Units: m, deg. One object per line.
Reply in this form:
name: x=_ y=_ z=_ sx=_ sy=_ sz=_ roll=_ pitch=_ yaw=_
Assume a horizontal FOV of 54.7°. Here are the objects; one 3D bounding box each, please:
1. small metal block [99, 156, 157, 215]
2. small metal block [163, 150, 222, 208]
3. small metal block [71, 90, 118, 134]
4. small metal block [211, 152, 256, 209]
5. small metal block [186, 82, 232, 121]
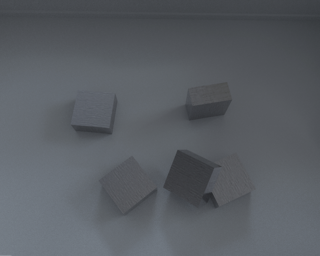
small metal block: x=-0.039 y=0.071 z=0.383 sx=0.050 sy=0.025 sz=0.050 roll=-37 pitch=74 yaw=-13
small metal block: x=0.038 y=0.059 z=0.369 sx=0.050 sy=0.025 sz=0.050 roll=25 pitch=100 yaw=30
small metal block: x=-0.087 y=-0.021 z=0.417 sx=0.050 sy=0.025 sz=0.050 roll=5 pitch=70 yaw=2
small metal block: x=0.082 y=0.065 z=0.386 sx=0.050 sy=0.025 sz=0.050 roll=-23 pitch=72 yaw=-8
small metal block: x=0.063 y=-0.034 z=0.409 sx=0.050 sy=0.050 sz=0.025 roll=-9 pitch=71 yaw=-3
